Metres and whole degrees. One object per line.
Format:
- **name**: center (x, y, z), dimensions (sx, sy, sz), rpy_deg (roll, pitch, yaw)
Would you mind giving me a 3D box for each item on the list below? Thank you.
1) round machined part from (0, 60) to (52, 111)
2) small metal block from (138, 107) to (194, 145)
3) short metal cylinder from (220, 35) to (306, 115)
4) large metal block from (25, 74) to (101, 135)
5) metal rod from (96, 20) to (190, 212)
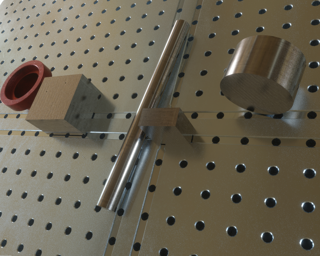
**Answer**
- **round machined part**: center (-0.235, -0.072, 0.562), dimensions (0.098, 0.042, 0.098), rpy_deg (-13, 56, 20)
- **small metal block**: center (0.009, -0.002, 0.388), dimensions (0.050, 0.050, 0.025), rpy_deg (1, 62, 28)
- **short metal cylinder**: center (0.115, -0.057, 0.347), dimensions (0.080, 0.080, 0.050), rpy_deg (13, 69, 33)
- **large metal block**: center (-0.152, -0.036, 0.492), dimensions (0.080, 0.050, 0.080), rpy_deg (0, 62, 28)
- **metal rod**: center (-0.016, -0.031, 0.433), dimensions (0.025, 0.025, 0.300), rpy_deg (8, 65, 31)
